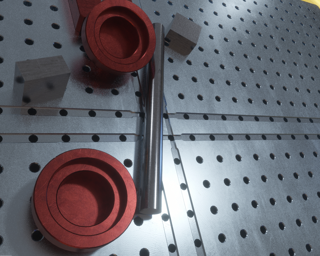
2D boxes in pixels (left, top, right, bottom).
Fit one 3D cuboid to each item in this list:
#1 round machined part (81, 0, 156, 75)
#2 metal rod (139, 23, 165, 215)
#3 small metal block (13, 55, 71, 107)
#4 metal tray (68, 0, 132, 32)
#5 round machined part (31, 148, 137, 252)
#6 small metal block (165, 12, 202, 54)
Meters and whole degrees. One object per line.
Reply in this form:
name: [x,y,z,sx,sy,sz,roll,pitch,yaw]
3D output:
round machined part: [-0.058,-0.121,0.423,0.099,0.042,0.097,1,88,-28]
metal rod: [-0.008,-0.034,0.424,0.025,0.025,0.299,15,56,-20]
small metal block: [-0.135,-0.053,0.352,0.050,0.050,0.025,-20,73,-35]
metal tray: [-0.094,-0.203,0.479,0.091,0.030,0.130,-4,64,-30]
round machined part: [-0.077,0.073,0.311,0.099,0.042,0.098,14,56,-21]
small metal block: [0.040,-0.162,0.528,0.050,0.025,0.050,27,52,-12]
